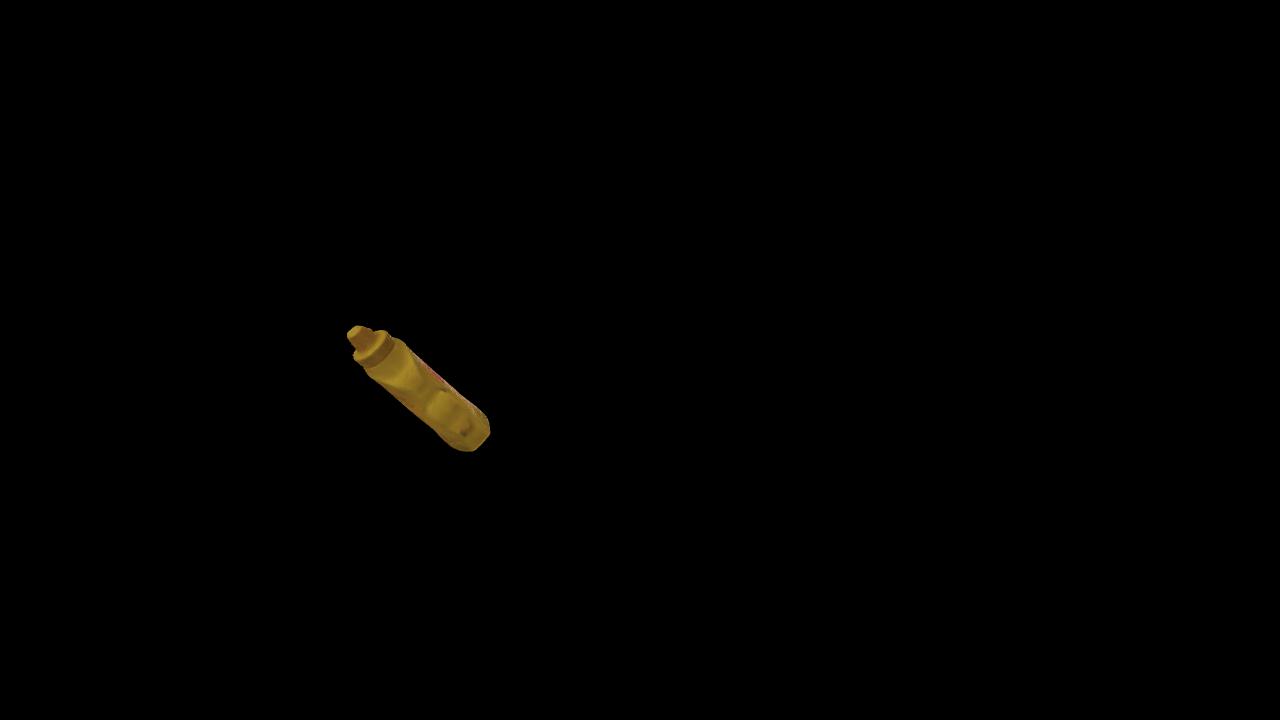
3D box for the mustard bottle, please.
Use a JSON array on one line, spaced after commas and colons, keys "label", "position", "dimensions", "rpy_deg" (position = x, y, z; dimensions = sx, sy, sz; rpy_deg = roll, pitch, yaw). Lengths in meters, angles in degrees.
[{"label": "mustard bottle", "position": [-0.246, 0.027, 0.673], "dimensions": [0.092, 0.054, 0.184], "rpy_deg": [33, -15, 49]}]
